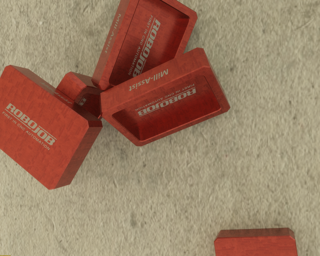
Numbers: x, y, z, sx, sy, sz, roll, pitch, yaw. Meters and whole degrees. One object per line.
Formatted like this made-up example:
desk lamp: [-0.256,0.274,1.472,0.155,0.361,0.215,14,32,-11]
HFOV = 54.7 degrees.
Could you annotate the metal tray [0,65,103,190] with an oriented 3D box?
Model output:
metal tray: [-0.141,-0.003,0.358,0.130,0.030,0.090,34,101,16]

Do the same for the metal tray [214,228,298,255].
metal tray: [0.119,0.188,0.364,0.090,0.030,0.129,-9,87,19]

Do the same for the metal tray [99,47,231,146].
metal tray: [0.007,-0.030,0.366,0.130,0.090,0.030,-23,54,15]

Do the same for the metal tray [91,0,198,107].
metal tray: [-0.018,-0.098,0.380,0.030,0.091,0.129,33,103,55]

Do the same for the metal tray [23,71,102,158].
metal tray: [-0.121,-0.009,0.415,0.030,0.090,0.130,42,103,15]
